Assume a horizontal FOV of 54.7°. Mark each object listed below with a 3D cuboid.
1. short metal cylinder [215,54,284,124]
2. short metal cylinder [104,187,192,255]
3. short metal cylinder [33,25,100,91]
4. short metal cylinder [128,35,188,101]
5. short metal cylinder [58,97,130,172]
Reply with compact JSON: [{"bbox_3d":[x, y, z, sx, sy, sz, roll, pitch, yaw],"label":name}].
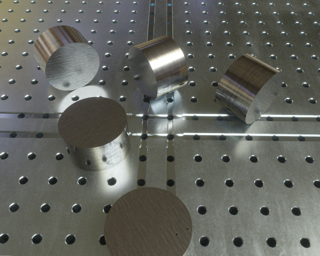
[{"bbox_3d":[0.120,-0.052,0.416,0.080,0.080,0.050,-36,59,-26],"label":"short metal cylinder"},{"bbox_3d":[-0.011,0.105,0.302,0.081,0.050,0.080,0,50,0],"label":"short metal cylinder"},{"bbox_3d":[-0.137,-0.102,0.457,0.081,0.080,0.050,-26,55,-20],"label":"short metal cylinder"},{"bbox_3d":[-0.004,-0.086,0.444,0.050,0.080,0.080,-26,55,-20],"label":"short metal cylinder"},{"bbox_3d":[-0.079,0.007,0.384,0.081,0.050,0.080,0,50,0],"label":"short metal cylinder"}]
